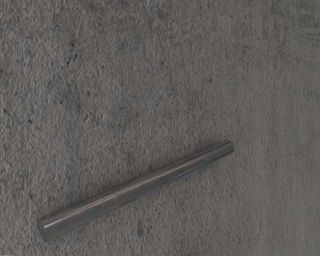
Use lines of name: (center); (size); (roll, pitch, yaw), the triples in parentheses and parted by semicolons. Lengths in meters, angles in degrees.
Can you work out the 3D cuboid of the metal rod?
metal rod: (-0.004, 0.066, 0.401); (0.302, 0.025, 0.025); (-17, 101, -39)
